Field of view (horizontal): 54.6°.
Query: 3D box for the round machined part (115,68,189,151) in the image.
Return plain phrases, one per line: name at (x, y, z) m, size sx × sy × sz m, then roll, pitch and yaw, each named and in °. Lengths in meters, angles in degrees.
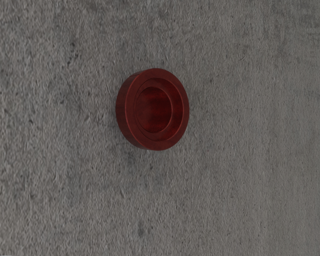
round machined part at (-0.013, -0.022, 0.382) m, size 0.099 × 0.042 × 0.097 m, roll 0°, pitch 90°, yaw -40°
